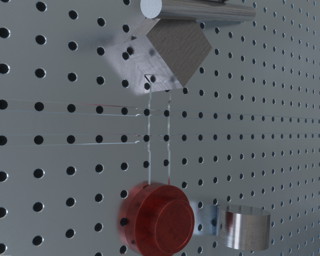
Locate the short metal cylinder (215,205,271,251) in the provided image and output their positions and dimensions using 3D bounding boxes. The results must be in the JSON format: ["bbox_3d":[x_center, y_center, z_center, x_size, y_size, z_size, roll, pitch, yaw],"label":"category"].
[{"bbox_3d":[0.128,0.152,0.481,0.081,0.080,0.050,8,86,-40],"label":"short metal cylinder"}]

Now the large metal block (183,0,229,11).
[{"bbox_3d":[0.062,-0.211,0.425,0.081,0.080,0.050,10,84,-40],"label":"large metal block"}]

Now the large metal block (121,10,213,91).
[{"bbox_3d":[0.012,-0.106,0.402,0.080,0.050,0.080,51,60,-28],"label":"large metal block"}]

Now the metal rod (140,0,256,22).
[{"bbox_3d":[0.073,-0.159,0.419,0.302,0.025,0.025,-26,107,-53],"label":"metal rod"}]

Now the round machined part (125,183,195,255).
[{"bbox_3d":[0.007,0.124,0.404,0.099,0.042,0.097,0,90,-40],"label":"round machined part"}]
